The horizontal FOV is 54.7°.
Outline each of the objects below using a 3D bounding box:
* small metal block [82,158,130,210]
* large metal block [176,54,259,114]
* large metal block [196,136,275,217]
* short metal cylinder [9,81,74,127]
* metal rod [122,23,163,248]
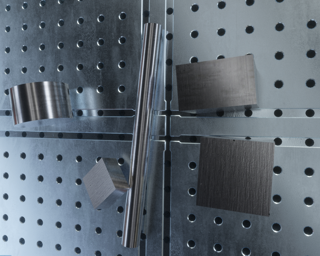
[{"bbox_3d":[-0.075,0.076,0.425,0.050,0.025,0.050,-46,58,26],"label":"small metal block"},{"bbox_3d":[0.070,-0.046,0.358,0.080,0.080,0.050,-4,89,19],"label":"large metal block"},{"bbox_3d":[0.091,0.052,0.367,0.080,0.050,0.079,4,92,19],"label":"large metal block"},{"bbox_3d":[-0.168,-0.032,0.441,0.080,0.080,0.050,-10,87,19],"label":"short metal cylinder"},{"bbox_3d":[-0.024,0.011,0.420,0.025,0.025,0.298,7,92,19],"label":"metal rod"}]
